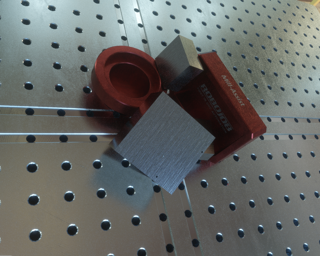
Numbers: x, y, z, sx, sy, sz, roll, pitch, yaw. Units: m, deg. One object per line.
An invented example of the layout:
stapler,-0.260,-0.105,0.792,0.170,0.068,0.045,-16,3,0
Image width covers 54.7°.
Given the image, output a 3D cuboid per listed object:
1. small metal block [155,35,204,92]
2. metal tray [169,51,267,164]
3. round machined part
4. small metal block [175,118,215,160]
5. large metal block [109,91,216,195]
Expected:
small metal block,0.024,-0.083,0.405,0.025,0.050,0.050,9,55,-41
metal tray,0.073,-0.027,0.424,0.030,0.090,0.130,-19,72,-36
round machined part,-0.043,-0.058,0.410,0.099,0.042,0.098,14,56,-21
small metal block,0.043,0.014,0.418,0.050,0.025,0.050,6,63,-13
large metal block,0.001,0.015,0.356,0.080,0.050,0.080,41,82,-15
